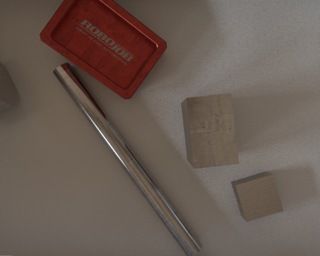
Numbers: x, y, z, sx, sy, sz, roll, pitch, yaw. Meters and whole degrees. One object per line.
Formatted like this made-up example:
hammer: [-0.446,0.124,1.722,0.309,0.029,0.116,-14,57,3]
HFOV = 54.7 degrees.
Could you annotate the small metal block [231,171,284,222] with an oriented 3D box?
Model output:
small metal block: [0.129,0.091,0.413,0.050,0.025,0.050,-17,90,-1]

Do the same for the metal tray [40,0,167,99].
metal tray: [-0.069,-0.108,0.392,0.130,0.030,0.090,35,91,-14]

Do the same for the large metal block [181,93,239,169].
large metal block: [0.059,0.003,0.385,0.050,0.080,0.079,-6,90,0]

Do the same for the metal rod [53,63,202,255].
metal rod: [-0.042,0.042,0.410,0.025,0.025,0.299,-36,90,0]

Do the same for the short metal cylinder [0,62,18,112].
short metal cylinder: [-0.223,-0.053,0.381,0.050,0.080,0.080,-26,90,0]
